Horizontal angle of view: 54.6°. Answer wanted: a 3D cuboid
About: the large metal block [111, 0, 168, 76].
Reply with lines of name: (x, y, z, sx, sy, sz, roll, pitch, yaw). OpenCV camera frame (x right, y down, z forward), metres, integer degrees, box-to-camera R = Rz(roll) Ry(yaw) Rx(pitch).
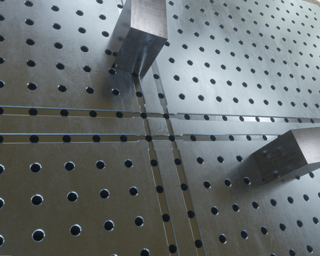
large metal block: (-0.030, -0.134, 0.438, 0.050, 0.080, 0.080, 12, 57, -22)

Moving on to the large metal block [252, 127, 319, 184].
large metal block: (0.200, 0.040, 0.455, 0.081, 0.080, 0.050, -4, 64, -30)
